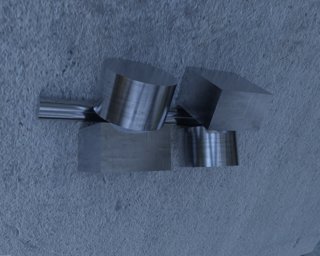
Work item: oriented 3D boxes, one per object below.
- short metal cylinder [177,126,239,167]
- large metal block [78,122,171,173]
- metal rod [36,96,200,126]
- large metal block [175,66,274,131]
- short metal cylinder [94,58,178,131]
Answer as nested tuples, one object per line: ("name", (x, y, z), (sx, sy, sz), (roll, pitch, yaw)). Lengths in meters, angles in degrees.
("short metal cylinder", (0.064, 0.026, 0.416), (0.081, 0.080, 0.050), (2, 83, -29))
("large metal block", (-0.043, 0.024, 0.356), (0.081, 0.080, 0.050), (2, 83, -30))
("metal rod", (0.002, -0.016, 0.402), (0.303, 0.025, 0.025), (2, 118, -30))
("large metal block", (0.079, -0.038, 0.392), (0.081, 0.080, 0.050), (1, 118, -29))
("short metal cylinder", (-0.027, -0.038, 0.334), (0.081, 0.080, 0.050), (3, 117, -30))
